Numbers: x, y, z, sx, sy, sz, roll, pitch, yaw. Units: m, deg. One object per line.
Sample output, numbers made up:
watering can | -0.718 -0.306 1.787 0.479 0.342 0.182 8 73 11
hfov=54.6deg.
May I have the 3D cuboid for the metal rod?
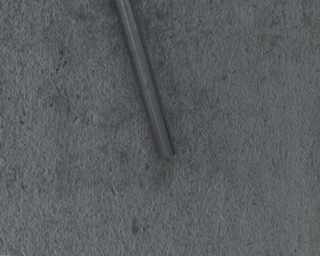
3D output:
metal rod | -0.031 -0.106 0.397 0.025 0.025 0.299 -18 96 -19
